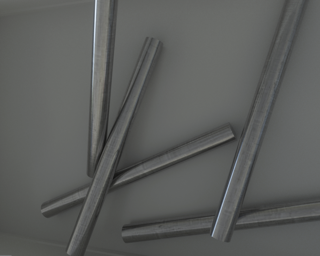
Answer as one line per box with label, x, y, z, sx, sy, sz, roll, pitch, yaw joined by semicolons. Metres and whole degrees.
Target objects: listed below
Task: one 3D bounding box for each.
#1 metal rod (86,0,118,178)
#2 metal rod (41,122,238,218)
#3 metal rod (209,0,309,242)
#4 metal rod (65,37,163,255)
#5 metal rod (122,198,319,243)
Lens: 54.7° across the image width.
metal rod;-0.070;-0.062;0.369;0.025;0.025;0.298;21;122;18
metal rod;-0.041;0.064;0.423;0.300;0.025;0.025;-25;82;17
metal rod;0.115;-0.016;0.355;0.025;0.025;0.298;18;90;19
metal rod;-0.060;0.024;0.410;0.025;0.025;0.299;20;89;18
metal rod;0.092;0.112;0.377;0.301;0.025;0.025;-14;86;19
